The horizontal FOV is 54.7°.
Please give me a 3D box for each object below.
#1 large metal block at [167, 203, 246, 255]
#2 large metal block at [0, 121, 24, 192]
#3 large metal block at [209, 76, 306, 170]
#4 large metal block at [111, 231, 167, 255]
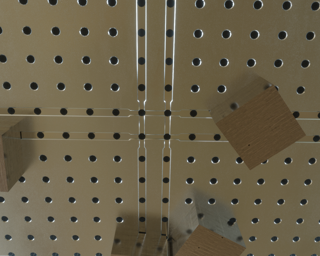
[{"bbox_3d":[0.067,0.174,0.465,0.080,0.050,0.080,29,107,-11],"label":"large metal block"},{"bbox_3d":[-0.234,0.035,0.410,0.081,0.050,0.079,3,110,-2],"label":"large metal block"},{"bbox_3d":[0.123,-0.007,0.399,0.080,0.050,0.080,-35,107,12],"label":"large metal block"},{"bbox_3d":[-0.035,0.212,0.478,0.081,0.050,0.079,7,110,-3],"label":"large metal block"}]
